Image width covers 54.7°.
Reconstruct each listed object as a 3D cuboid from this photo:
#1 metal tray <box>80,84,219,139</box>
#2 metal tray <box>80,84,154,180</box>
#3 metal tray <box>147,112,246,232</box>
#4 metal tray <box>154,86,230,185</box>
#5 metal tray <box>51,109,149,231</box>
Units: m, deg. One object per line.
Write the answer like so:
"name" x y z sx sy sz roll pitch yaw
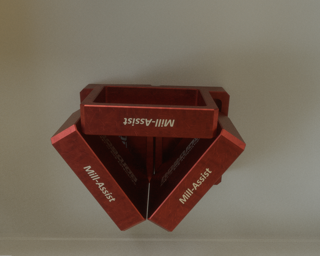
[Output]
"metal tray" -0.010 -0.021 0.334 0.131 0.090 0.030 2 111 -1
"metal tray" -0.053 0.009 0.411 0.091 0.030 0.129 0 109 0
"metal tray" 0.036 0.044 0.358 0.030 0.090 0.129 34 107 -12
"metal tray" 0.039 0.011 0.412 0.091 0.030 0.129 1 109 -1
"metal tray" -0.061 0.041 0.357 0.030 0.090 0.130 -30 108 11
